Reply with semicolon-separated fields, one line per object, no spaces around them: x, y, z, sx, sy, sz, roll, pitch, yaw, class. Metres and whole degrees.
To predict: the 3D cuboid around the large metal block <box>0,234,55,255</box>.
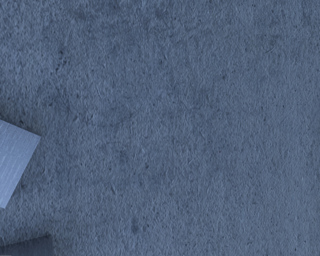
-0.151;0.159;0.324;0.081;0.080;0.050;-8;93;-20;large metal block

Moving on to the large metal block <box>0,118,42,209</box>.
-0.183;0.028;0.328;0.080;0.050;0.080;27;81;-18;large metal block
